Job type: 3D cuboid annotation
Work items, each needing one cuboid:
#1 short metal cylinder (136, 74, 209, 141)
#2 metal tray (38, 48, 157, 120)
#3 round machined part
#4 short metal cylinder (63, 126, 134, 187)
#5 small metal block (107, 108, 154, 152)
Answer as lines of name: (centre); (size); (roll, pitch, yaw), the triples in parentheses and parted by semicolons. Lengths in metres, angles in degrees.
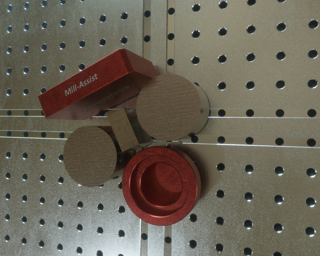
short metal cylinder: (0.017, -0.024, 0.389); (0.080, 0.050, 0.079); (0, 90, 20)
metal tray: (-0.076, -0.050, 0.400); (0.130, 0.090, 0.030); (-25, 82, 19)
round machined part: (0.005, 0.071, 0.397); (0.098, 0.042, 0.097); (0, 90, 19)
short metal cylinder: (-0.083, 0.037, 0.424); (0.080, 0.050, 0.079); (0, 90, 20)
small metal block: (-0.038, 0.002, 0.408); (0.025, 0.050, 0.050); (-27, 81, 18)
